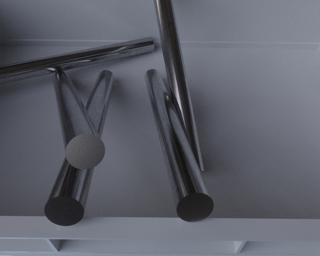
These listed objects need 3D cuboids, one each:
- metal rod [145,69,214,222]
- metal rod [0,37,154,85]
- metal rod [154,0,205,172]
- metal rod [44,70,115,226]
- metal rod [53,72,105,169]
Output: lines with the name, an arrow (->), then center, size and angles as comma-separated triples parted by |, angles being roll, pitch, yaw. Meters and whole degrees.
metal rod -> 0.006, -0.012, 0.339 | 0.025, 0.025, 0.300 | -5, 26, -5
metal rod -> -0.149, -0.099, 0.467 | 0.302, 0.025, 0.025 | -18, 52, -22
metal rod -> 0.018, -0.090, 0.402 | 0.025, 0.025, 0.299 | -7, 75, -7
metal rod -> -0.072, -0.011, 0.335 | 0.025, 0.025, 0.300 | -3, 26, -3
metal rod -> -0.099, -0.029, 0.334 | 0.025, 0.025, 0.300 | -18, 23, -15
